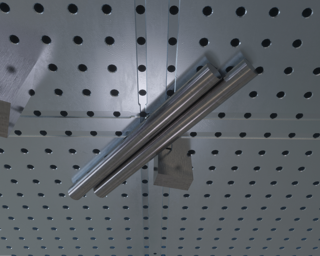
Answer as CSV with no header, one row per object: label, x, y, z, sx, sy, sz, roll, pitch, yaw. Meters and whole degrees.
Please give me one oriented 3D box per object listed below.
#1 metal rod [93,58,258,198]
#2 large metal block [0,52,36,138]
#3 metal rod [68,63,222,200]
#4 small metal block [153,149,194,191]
metal rod,0.004,0.015,0.424,0.025,0.025,0.299,34,122,-26
large metal block,-0.192,-0.043,0.337,0.081,0.080,0.050,16,128,-14
metal rod,-0.037,0.020,0.427,0.025,0.025,0.299,34,122,-26
small metal block,0.018,0.059,0.446,0.050,0.050,0.025,11,129,-10
